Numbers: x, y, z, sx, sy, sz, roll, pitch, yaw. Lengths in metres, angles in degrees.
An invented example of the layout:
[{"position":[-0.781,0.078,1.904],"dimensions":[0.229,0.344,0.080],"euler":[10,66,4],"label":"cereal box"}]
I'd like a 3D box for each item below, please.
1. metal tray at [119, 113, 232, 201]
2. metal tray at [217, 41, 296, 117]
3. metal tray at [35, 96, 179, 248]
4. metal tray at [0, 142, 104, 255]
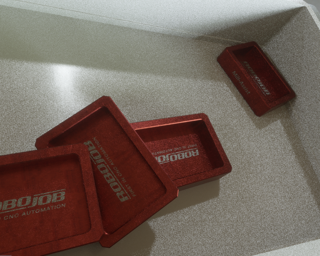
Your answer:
[{"position":[0.020,0.032,0.394],"dimensions":[0.131,0.030,0.090],"euler":[-9,66,-32],"label":"metal tray"},{"position":[0.172,-0.091,0.553],"dimensions":[0.091,0.030,0.130],"euler":[-22,74,-36],"label":"metal tray"},{"position":[-0.054,0.043,0.322],"dimensions":[0.090,0.030,0.130],"euler":[-35,80,-10],"label":"metal tray"},{"position":[-0.122,0.069,0.270],"dimensions":[0.131,0.030,0.090],"euler":[-9,71,-17],"label":"metal tray"}]
